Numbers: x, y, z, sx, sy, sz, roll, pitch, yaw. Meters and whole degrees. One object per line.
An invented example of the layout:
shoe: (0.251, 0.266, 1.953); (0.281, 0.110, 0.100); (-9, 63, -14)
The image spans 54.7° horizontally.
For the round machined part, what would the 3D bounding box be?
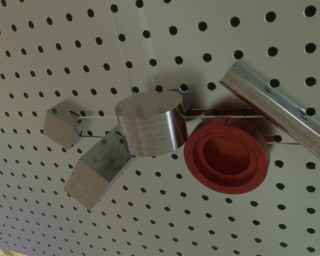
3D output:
round machined part: (0.082, 0.029, 0.374); (0.098, 0.042, 0.097); (13, 124, 20)

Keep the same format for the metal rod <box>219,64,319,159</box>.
metal rod: (0.191, 0.033, 0.330); (0.300, 0.025, 0.025); (38, 129, 2)

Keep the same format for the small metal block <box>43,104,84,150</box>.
small metal block: (-0.153, -0.001, 0.489); (0.050, 0.025, 0.050); (31, 128, 7)

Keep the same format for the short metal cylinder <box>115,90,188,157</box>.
short metal cylinder: (-0.009, -0.008, 0.374); (0.080, 0.080, 0.050); (4, 120, 26)

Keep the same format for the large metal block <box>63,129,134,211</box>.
large metal block: (-0.087, 0.061, 0.457); (0.050, 0.080, 0.080); (38, 129, 2)
